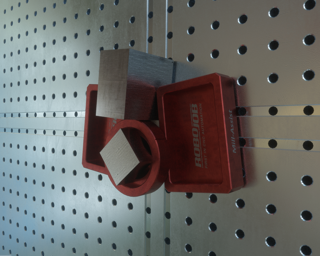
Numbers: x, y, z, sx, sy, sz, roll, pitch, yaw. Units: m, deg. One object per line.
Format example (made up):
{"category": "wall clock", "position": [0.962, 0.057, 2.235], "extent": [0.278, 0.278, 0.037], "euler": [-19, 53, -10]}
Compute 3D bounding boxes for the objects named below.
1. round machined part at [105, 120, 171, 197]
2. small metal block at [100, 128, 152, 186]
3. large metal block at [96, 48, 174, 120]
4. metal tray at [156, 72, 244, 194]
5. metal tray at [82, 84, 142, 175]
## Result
{"category": "round machined part", "position": [-0.024, 0.036, 0.401], "extent": [0.098, 0.042, 0.097], "euler": [0, 90, 40]}
{"category": "small metal block", "position": [-0.042, 0.035, 0.384], "extent": [0.050, 0.025, 0.050], "euler": [-47, 62, 30]}
{"category": "large metal block", "position": [-0.031, -0.052, 0.394], "extent": [0.050, 0.081, 0.079], "euler": [8, 95, 40]}
{"category": "metal tray", "position": [0.044, 0.009, 0.364], "extent": [0.090, 0.030, 0.129], "euler": [-8, 85, 39]}
{"category": "metal tray", "position": [-0.073, 0.002, 0.461], "extent": [0.090, 0.030, 0.129], "euler": [8, 95, 39]}
